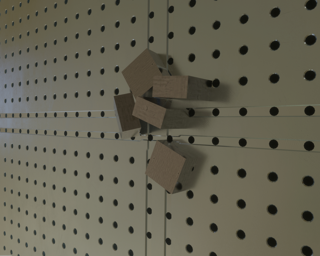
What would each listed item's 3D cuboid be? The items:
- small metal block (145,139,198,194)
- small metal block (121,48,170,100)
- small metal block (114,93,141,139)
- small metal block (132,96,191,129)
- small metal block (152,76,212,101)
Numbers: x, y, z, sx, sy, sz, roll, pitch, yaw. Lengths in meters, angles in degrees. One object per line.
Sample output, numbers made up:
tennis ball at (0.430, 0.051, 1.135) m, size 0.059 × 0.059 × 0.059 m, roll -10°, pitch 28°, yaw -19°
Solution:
small metal block at (0.013, 0.049, 0.399) m, size 0.050 × 0.025 × 0.050 m, roll 31°, pitch 109°, yaw 35°
small metal block at (-0.018, -0.070, 0.421) m, size 0.050 × 0.025 × 0.050 m, roll -38°, pitch 66°, yaw 24°
small metal block at (-0.046, -0.015, 0.432) m, size 0.050 × 0.025 × 0.050 m, roll 120°, pitch 136°, yaw -73°
small metal block at (0.002, -0.019, 0.392) m, size 0.050 × 0.050 × 0.025 m, roll 26°, pitch 107°, yaw 37°
small metal block at (0.027, -0.047, 0.372) m, size 0.050 × 0.050 × 0.025 m, roll 7°, pitch 95°, yaw 40°
